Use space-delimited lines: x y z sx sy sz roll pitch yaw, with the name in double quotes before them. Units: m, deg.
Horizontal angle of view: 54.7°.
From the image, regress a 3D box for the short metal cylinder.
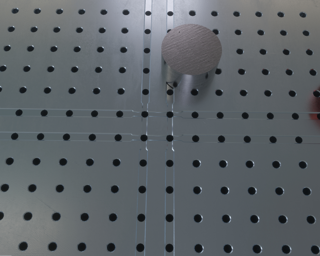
"short metal cylinder" 0.042 -0.097 0.434 0.081 0.050 0.080 0 70 0
